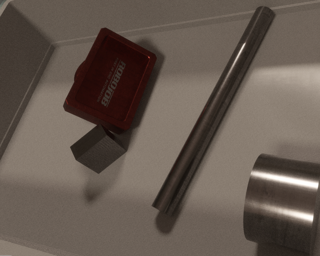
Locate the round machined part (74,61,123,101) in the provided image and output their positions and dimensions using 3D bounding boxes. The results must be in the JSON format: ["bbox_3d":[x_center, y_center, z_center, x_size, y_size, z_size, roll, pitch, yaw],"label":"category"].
[{"bbox_3d":[-0.096,-0.079,0.491,0.098,0.042,0.098,-13,56,20],"label":"round machined part"}]

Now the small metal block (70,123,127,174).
[{"bbox_3d":[-0.081,0.028,0.413,0.050,0.050,0.025,-39,51,2],"label":"small metal block"}]

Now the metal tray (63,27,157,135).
[{"bbox_3d":[-0.068,-0.067,0.440,0.030,0.090,0.130,-32,35,63],"label":"metal tray"}]

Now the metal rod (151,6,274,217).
[{"bbox_3d":[0.073,-0.033,0.386,0.025,0.025,0.300,19,71,35],"label":"metal rod"}]

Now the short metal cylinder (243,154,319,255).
[{"bbox_3d":[0.111,0.066,0.272,0.050,0.080,0.080,8,66,31],"label":"short metal cylinder"}]
